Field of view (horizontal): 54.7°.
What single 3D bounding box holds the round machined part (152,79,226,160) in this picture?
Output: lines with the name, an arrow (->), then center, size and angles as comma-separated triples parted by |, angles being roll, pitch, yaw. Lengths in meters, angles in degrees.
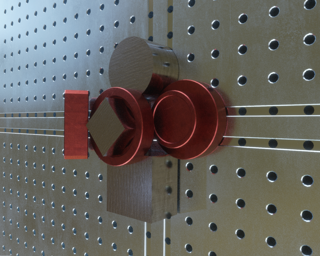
round machined part -> 0.026, -0.010, 0.375 | 0.098, 0.042, 0.097 | 0, 90, 40

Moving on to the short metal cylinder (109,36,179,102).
short metal cylinder -> -0.022, -0.076, 0.411 | 0.080, 0.050, 0.080 | 0, 90, 40

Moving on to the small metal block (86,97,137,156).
small metal block -> -0.058, -0.001, 0.377 | 0.050, 0.025, 0.050 | -49, 61, 29

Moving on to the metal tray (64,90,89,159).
metal tray -> -0.122, -0.006, 0.460 | 0.130, 0.030, 0.089 | -175, 86, -77

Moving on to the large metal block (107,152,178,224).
large metal block -> -0.024, 0.072, 0.410 | 0.080, 0.050, 0.080 | 1, 91, 40

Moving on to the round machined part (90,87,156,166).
round machined part -> -0.044, -0.002, 0.397 | 0.098, 0.042, 0.097 | 0, 90, 40
